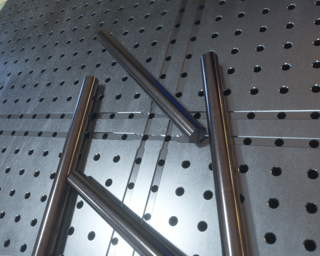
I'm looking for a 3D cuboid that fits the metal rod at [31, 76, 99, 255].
[{"bbox_3d":[-0.133,0.051,0.448,0.025,0.025,0.300,-6,59,25],"label":"metal rod"}]

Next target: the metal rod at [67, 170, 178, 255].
[{"bbox_3d":[-0.017,0.121,0.329,0.300,0.025,0.025,27,77,41],"label":"metal rod"}]

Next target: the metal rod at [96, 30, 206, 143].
[{"bbox_3d":[-0.029,-0.080,0.473,0.025,0.025,0.300,-41,51,0],"label":"metal rod"}]

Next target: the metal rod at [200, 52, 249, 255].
[{"bbox_3d":[0.071,0.031,0.352,0.025,0.025,0.300,-14,56,20],"label":"metal rod"}]
